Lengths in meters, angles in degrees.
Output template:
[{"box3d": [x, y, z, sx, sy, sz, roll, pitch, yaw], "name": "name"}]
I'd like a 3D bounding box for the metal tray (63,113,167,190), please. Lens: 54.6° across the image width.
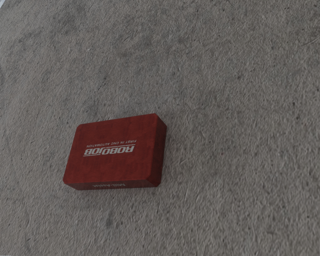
[{"box3d": [-0.060, 0.033, 0.413, 0.130, 0.030, 0.090, -7, 58, 24], "name": "metal tray"}]
